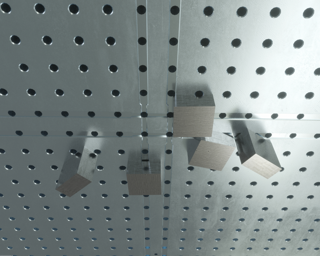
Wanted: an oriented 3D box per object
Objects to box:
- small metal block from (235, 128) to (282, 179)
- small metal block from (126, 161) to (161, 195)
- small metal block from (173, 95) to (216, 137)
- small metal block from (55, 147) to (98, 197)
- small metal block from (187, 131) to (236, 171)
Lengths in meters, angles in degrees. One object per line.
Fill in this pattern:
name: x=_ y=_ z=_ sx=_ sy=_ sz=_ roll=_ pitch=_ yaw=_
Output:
small metal block: x=0.134 y=0.035 z=0.426 sx=0.050 sy=0.050 sz=0.025 roll=29 pitch=124 yaw=-22
small metal block: x=-0.023 y=0.078 z=0.477 sx=0.050 sy=0.025 sz=0.050 roll=-1 pitch=130 yaw=0
small metal block: x=0.042 y=-0.015 z=0.399 sx=0.050 sy=0.025 sz=0.050 roll=-1 pitch=130 yaw=0
small metal block: x=-0.120 y=0.064 z=0.448 sx=0.050 sy=0.050 sz=0.025 roll=-36 pitch=122 yaw=26
small metal block: x=0.072 y=0.031 z=0.438 sx=0.050 sy=0.025 sz=0.050 roll=12 pitch=129 yaw=-10
